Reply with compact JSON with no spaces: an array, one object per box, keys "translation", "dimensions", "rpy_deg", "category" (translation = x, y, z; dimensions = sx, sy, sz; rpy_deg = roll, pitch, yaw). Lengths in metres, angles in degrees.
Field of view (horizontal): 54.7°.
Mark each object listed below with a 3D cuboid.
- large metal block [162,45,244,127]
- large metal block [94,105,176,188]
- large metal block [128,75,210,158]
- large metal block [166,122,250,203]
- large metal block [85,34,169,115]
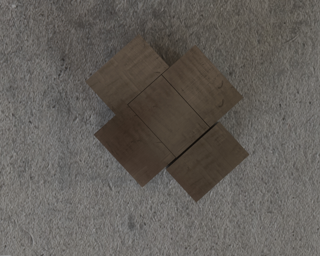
[{"translation":[0.047,-0.047,0.385],"dimensions":[0.050,0.080,0.080],"rpy_deg":[-42,91,0],"category":"large metal block"},{"translation":[-0.028,0.020,0.384],"dimensions":[0.050,0.080,0.080],"rpy_deg":[-42,91,0],"category":"large metal block"},{"translation":[0.010,-0.013,0.384],"dimensions":[0.050,0.080,0.080],"rpy_deg":[-42,91,0],"category":"large metal block"},{"translation":[0.053,0.038,0.385],"dimensions":[0.080,0.080,0.050],"rpy_deg":[-42,91,0],"category":"large metal block"},{"translation":[-0.036,-0.060,0.384],"dimensions":[0.080,0.080,0.050],"rpy_deg":[-42,91,0],"category":"large metal block"}]
